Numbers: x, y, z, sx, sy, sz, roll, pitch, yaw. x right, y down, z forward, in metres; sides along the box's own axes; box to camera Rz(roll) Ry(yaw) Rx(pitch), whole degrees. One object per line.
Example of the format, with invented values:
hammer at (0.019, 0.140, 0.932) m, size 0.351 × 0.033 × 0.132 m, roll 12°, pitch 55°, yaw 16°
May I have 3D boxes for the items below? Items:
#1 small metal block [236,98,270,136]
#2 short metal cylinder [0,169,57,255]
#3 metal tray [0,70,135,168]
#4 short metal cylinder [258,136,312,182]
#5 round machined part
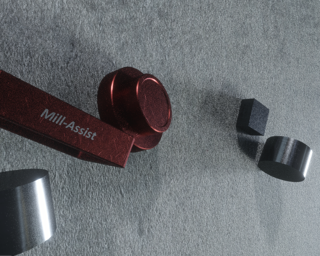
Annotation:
small metal block at (0.162, -0.018, 0.540) m, size 0.050 × 0.025 × 0.050 m, roll 26°, pitch 74°, yaw -37°
short metal cylinder at (-0.132, 0.068, 0.259) m, size 0.081 × 0.080 × 0.050 m, roll -11°, pitch 97°, yaw -39°
metal tray at (-0.100, -0.003, 0.278) m, size 0.131 × 0.090 × 0.030 m, roll 30°, pitch 72°, yaw -36°
short metal cylinder at (0.224, 0.056, 0.556) m, size 0.080 × 0.080 × 0.050 m, roll 40°, pitch 66°, yaw -33°
round machined part at (-0.022, -0.024, 0.353) m, size 0.098 × 0.042 × 0.098 m, roll 32°, pitch 51°, yaw -49°
